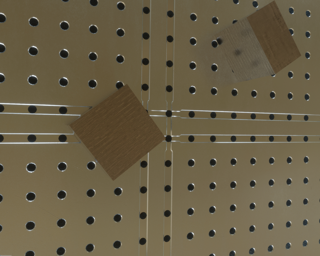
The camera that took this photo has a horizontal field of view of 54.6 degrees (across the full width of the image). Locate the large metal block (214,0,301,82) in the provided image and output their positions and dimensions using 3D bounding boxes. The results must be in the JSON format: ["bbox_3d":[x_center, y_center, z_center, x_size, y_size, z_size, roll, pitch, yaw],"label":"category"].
[{"bbox_3d":[0.133,-0.116,0.432,0.050,0.080,0.080,-35,101,-17],"label":"large metal block"}]

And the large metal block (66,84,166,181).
[{"bbox_3d":[-0.054,0.004,0.379,0.080,0.050,0.080,-39,103,-16],"label":"large metal block"}]
